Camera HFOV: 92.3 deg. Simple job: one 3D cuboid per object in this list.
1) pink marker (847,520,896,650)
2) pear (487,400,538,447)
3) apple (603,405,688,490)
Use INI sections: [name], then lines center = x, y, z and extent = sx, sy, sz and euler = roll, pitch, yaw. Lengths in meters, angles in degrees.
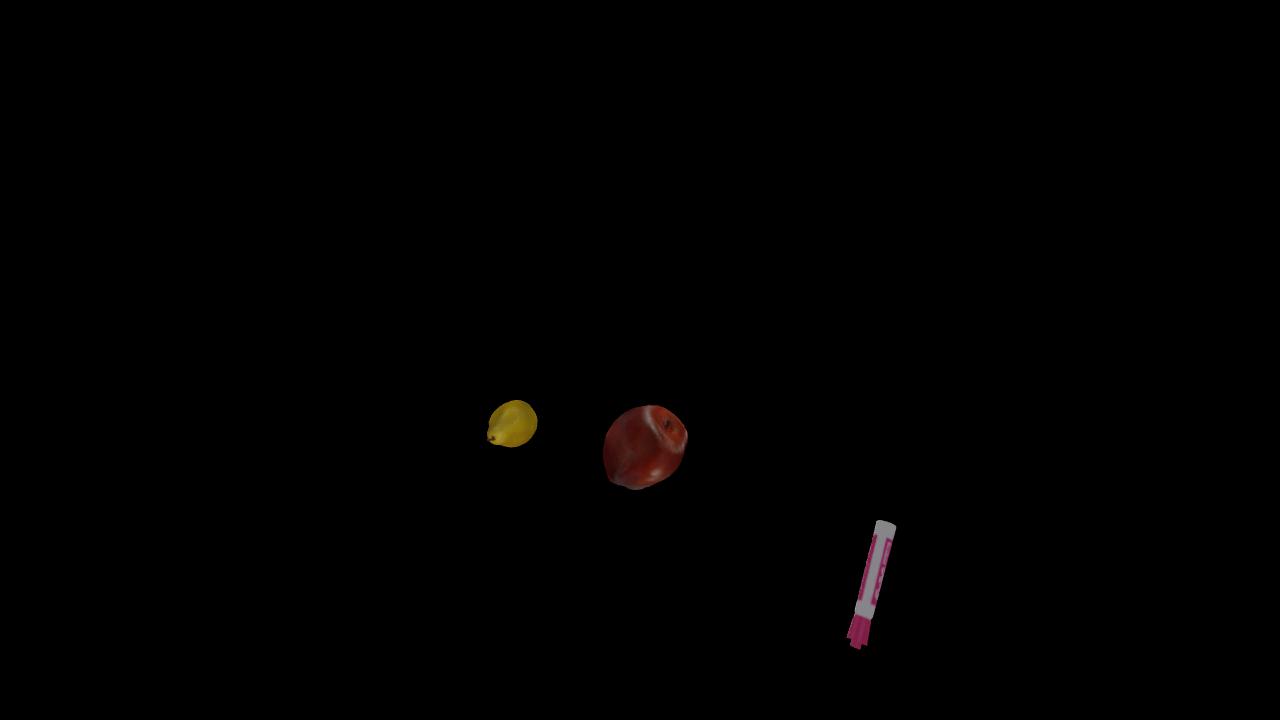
[pink marker]
center = 0.222, 0.215, 0.590
extent = 0.020, 0.121, 0.020
euler = 20, -17, 7
[pear]
center = -0.216, 0.114, 0.986
extent = 0.080, 0.080, 0.111
euler = 0, 24, 27
[apple]
center = 0.004, 0.088, 0.622
extent = 0.079, 0.079, 0.093
euler = 0, -40, -51
